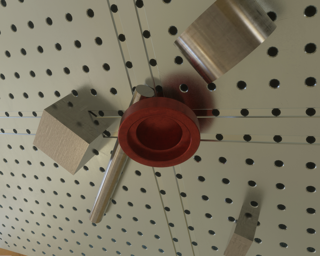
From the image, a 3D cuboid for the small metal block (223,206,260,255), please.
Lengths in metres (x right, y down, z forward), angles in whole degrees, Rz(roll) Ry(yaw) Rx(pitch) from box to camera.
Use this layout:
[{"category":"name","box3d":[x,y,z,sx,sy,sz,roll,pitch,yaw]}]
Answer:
[{"category":"small metal block","box3d":[0.112,0.146,0.426,0.025,0.050,0.050,22,126,15]}]

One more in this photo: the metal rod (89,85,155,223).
[{"category":"metal rod","box3d":[-0.069,0.059,0.482,0.025,0.025,0.298,31,128,7]}]

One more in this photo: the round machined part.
[{"category":"round machined part","box3d":[0.000,0.001,0.385,0.099,0.042,0.097,1,130,2]}]

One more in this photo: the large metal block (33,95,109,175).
[{"category":"large metal block","box3d":[-0.137,0.012,0.472,0.080,0.050,0.080,37,129,3]}]

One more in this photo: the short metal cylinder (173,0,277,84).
[{"category":"short metal cylinder","box3d":[0.059,-0.087,0.290,0.050,0.080,0.080,48,129,-6]}]
